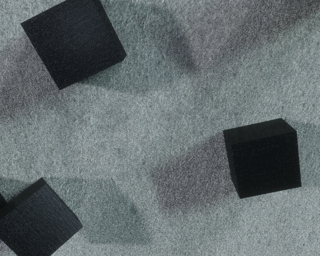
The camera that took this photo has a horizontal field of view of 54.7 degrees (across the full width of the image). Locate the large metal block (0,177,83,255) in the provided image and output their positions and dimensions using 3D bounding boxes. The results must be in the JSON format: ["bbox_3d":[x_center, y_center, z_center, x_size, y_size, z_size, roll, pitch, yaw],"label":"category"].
[{"bbox_3d":[-0.167,0.128,0.424,0.080,0.050,0.080,-40,108,-18],"label":"large metal block"}]

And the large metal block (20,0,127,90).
[{"bbox_3d":[-0.095,-0.101,0.358,0.080,0.050,0.080,-23,109,8],"label":"large metal block"}]

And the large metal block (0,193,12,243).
[{"bbox_3d":[-0.267,0.126,0.437,0.080,0.050,0.080,-20,109,9],"label":"large metal block"}]

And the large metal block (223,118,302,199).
[{"bbox_3d":[0.135,0.040,0.413,0.080,0.050,0.079,-12,110,4],"label":"large metal block"}]
